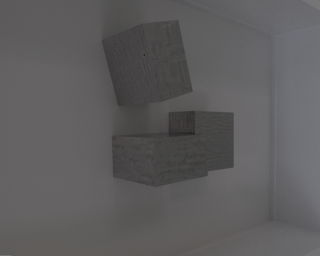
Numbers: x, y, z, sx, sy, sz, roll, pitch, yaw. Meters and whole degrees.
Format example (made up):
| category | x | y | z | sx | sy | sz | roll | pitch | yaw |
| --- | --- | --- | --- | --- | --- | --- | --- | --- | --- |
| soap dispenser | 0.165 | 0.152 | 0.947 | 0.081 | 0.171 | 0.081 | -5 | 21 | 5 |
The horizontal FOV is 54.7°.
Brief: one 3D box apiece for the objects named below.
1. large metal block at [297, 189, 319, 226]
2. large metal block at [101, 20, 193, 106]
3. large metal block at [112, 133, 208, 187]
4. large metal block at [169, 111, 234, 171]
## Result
| category | x | y | z | sx | sy | sz | roll | pitch | yaw |
| --- | --- | --- | --- | --- | --- | --- | --- | --- | --- |
| large metal block | 0.358 | 0.173 | 0.674 | 0.081 | 0.080 | 0.050 | -13 | 99 | -39 |
| large metal block | -0.016 | -0.072 | 0.357 | 0.050 | 0.080 | 0.080 | -22 | 104 | -38 |
| large metal block | -0.001 | 0.033 | 0.370 | 0.081 | 0.080 | 0.050 | -3 | 92 | -40 |
| large metal block | 0.059 | 0.017 | 0.440 | 0.081 | 0.050 | 0.080 | 0 | 90 | -40 |
